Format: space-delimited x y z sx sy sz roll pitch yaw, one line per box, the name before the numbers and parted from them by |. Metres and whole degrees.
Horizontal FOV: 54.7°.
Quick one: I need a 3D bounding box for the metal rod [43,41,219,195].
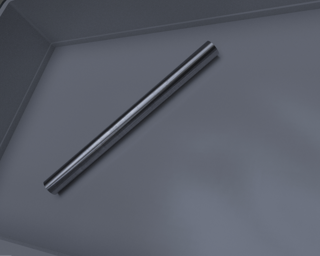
metal rod | -0.039 -0.014 0.433 0.300 0.025 0.025 -41 51 0
